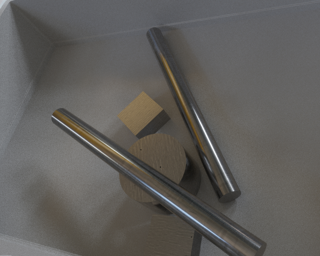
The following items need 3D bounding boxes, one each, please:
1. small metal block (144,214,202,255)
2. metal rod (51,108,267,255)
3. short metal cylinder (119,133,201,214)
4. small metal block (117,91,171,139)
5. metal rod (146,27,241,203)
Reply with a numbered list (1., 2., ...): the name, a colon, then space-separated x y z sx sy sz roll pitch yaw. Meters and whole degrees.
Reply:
1. small metal block: 0.014 0.120 0.323 0.050 0.025 0.050 -1 61 27
2. metal rod: -0.030 0.042 0.329 0.300 0.025 0.025 29 77 37
3. short metal cylinder: 0.001 0.053 0.356 0.080 0.050 0.080 -13 56 20
4. small metal block: -0.022 -0.015 0.425 0.050 0.025 0.050 -44 51 -3
5. metal rod: 0.031 -0.040 0.412 0.025 0.025 0.299 -28 52 10
